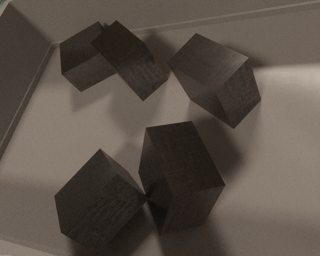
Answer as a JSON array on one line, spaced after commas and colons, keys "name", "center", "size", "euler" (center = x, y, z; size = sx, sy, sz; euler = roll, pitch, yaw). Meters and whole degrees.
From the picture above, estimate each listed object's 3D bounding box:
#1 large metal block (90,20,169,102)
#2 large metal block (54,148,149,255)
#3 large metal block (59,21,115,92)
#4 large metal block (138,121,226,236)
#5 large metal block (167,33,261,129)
[{"name": "large metal block", "center": [-0.044, -0.097, 0.452], "size": [0.050, 0.080, 0.080], "euler": [-42, 51, -1]}, {"name": "large metal block", "center": [-0.071, 0.080, 0.358], "size": [0.080, 0.050, 0.080], "euler": [-47, 27, -5]}, {"name": "large metal block", "center": [-0.119, -0.120, 0.524], "size": [0.080, 0.050, 0.080], "euler": [-26, 53, 12]}, {"name": "large metal block", "center": [0.016, 0.052, 0.320], "size": [0.050, 0.079, 0.080], "euler": [-8, 50, -18]}, {"name": "large metal block", "center": [0.066, -0.055, 0.369], "size": [0.050, 0.080, 0.080], "euler": [-46, 52, -4]}]
